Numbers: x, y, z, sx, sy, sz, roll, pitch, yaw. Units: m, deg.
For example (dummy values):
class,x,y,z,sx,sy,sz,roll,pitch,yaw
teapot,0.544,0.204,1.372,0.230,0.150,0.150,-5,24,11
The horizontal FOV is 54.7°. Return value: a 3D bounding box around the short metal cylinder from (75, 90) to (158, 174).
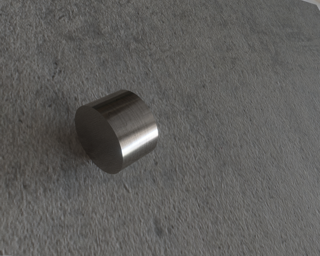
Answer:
class,x,y,z,sx,sy,sz,roll,pitch,yaw
short metal cylinder,-0.049,0.004,0.341,0.050,0.080,0.080,-30,79,-38
